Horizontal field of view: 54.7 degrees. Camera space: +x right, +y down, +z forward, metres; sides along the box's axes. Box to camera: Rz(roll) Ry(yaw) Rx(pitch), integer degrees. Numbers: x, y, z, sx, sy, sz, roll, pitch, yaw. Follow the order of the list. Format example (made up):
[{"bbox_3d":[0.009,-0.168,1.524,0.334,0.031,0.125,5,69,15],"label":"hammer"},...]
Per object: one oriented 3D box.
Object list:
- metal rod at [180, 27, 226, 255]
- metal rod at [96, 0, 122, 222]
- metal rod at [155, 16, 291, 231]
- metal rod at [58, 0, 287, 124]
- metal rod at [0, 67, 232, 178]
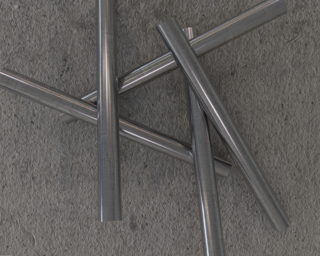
[{"bbox_3d":[0.051,0.019,0.382,0.025,0.025,0.299,-5,79,0],"label":"metal rod"},{"bbox_3d":[-0.062,-0.045,0.368,0.025,0.025,0.299,-4,74,0],"label":"metal rod"},{"bbox_3d":[0.084,0.005,0.378,0.025,0.025,0.299,-32,103,0],"label":"metal rod"},{"bbox_3d":[0.007,-0.080,0.384,0.301,0.025,0.025,-25,90,10],"label":"metal rod"},{"bbox_3d":[-0.049,-0.003,0.387,0.302,0.025,0.025,23,90,-9],"label":"metal rod"}]
